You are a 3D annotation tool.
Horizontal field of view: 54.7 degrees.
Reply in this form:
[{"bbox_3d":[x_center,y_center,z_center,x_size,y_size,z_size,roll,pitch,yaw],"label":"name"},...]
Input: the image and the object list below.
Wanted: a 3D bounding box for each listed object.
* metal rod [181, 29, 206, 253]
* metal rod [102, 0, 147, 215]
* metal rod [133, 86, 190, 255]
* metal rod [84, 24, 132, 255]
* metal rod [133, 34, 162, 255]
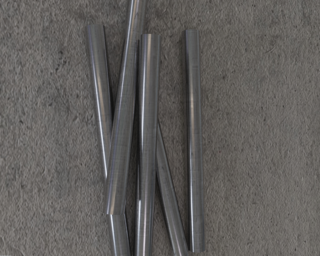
[{"bbox_3d":[0.046,0.018,0.425,0.025,0.025,0.298,-2,91,-20],"label":"metal rod"},{"bbox_3d":[-0.039,-0.049,0.377,0.025,0.025,0.299,9,81,-20],"label":"metal rod"},{"bbox_3d":[0.008,0.085,0.411,0.025,0.025,0.298,-14,95,-19],"label":"metal rod"},{"bbox_3d":[-0.063,0.025,0.385,0.025,0.025,0.298,-7,93,-20],"label":"metal rod"},{"bbox_3d":[-0.017,0.039,0.383,0.025,0.025,0.298,0,97,-20],"label":"metal rod"}]
